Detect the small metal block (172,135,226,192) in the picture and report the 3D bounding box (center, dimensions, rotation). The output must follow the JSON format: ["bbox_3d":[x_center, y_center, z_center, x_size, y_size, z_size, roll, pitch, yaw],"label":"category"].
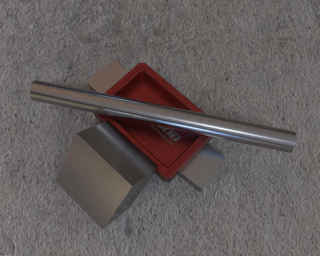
[{"bbox_3d":[0.047,0.045,0.393,0.050,0.025,0.050,37,74,12],"label":"small metal block"}]

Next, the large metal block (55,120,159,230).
[{"bbox_3d":[-0.062,0.052,0.351,0.080,0.079,0.050,41,33,13],"label":"large metal block"}]

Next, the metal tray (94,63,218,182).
[{"bbox_3d":[-0.007,-0.009,0.382,0.130,0.030,0.090,42,75,13],"label":"metal tray"}]

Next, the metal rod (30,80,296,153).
[{"bbox_3d":[0.000,-0.014,0.356,0.302,0.025,0.025,12,71,3],"label":"metal rod"}]

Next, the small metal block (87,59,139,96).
[{"bbox_3d":[-0.063,-0.058,0.429,0.050,0.025,0.050,43,75,13],"label":"small metal block"}]
